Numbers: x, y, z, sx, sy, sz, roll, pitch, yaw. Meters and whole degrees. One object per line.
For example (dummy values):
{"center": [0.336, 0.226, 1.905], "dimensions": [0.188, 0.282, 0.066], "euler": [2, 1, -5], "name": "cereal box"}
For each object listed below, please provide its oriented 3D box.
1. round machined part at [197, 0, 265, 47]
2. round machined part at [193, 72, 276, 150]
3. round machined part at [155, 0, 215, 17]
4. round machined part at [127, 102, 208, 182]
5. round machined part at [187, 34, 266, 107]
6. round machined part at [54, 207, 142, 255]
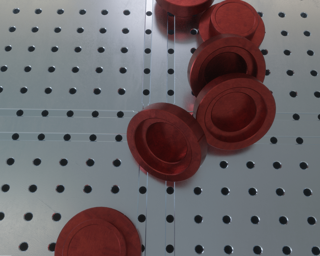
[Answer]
{"center": [0.106, -0.149, 0.458], "dimensions": [0.099, 0.042, 0.098], "euler": [0, 70, 0], "name": "round machined part"}
{"center": [0.091, -0.024, 0.393], "dimensions": [0.099, 0.097, 0.042], "euler": [-5, 29, -2], "name": "round machined part"}
{"center": [0.038, -0.213, 0.481], "dimensions": [0.099, 0.042, 0.098], "euler": [0, 70, 0], "name": "round machined part"}
{"center": [0.012, 0.014, 0.378], "dimensions": [0.098, 0.097, 0.042], "euler": [33, 39, 11], "name": "round machined part"}
{"center": [0.085, -0.076, 0.412], "dimensions": [0.099, 0.097, 0.042], "euler": [-6, 29, -2], "name": "round machined part"}
{"center": [-0.071, 0.139, 0.352], "dimensions": [0.099, 0.042, 0.098], "euler": [0, 70, 0], "name": "round machined part"}
